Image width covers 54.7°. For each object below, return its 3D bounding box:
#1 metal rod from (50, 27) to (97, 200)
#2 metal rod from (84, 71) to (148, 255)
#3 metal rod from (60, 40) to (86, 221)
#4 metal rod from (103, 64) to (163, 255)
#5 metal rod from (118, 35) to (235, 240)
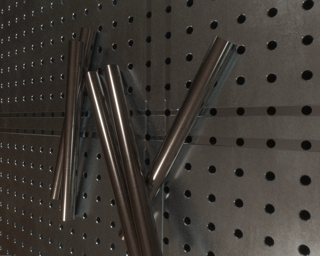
[{"bbox_3d":[-0.150,-0.018,0.530,0.025,0.025,0.298,23,104,37],"label":"metal rod"},{"bbox_3d":[-0.065,0.045,0.438,0.025,0.025,0.299,-36,61,34],"label":"metal rod"},{"bbox_3d":[-0.145,0.011,0.509,0.025,0.025,0.298,16,105,38],"label":"metal rod"},{"bbox_3d":[-0.038,0.045,0.410,0.025,0.025,0.299,-32,62,35],"label":"metal rod"},{"bbox_3d":[0.012,0.028,0.397,0.025,0.025,0.298,39,113,33],"label":"metal rod"}]
